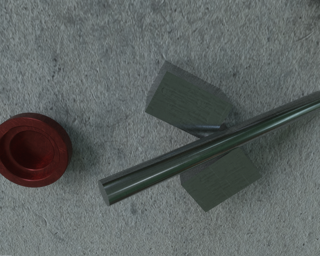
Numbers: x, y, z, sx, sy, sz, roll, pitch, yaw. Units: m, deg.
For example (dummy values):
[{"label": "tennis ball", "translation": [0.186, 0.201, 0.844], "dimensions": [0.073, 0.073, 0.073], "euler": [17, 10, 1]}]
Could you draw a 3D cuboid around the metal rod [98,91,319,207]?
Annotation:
[{"label": "metal rod", "translation": [0.079, 0.011, 0.339], "dimensions": [0.302, 0.025, 0.025], "euler": [-20, 112, -25]}]

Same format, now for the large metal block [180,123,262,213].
[{"label": "large metal block", "translation": [0.072, 0.048, 0.399], "dimensions": [0.080, 0.080, 0.050], "euler": [-36, 107, 12]}]

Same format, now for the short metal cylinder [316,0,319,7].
[{"label": "short metal cylinder", "translation": [0.198, -0.165, 0.323], "dimensions": [0.080, 0.080, 0.050], "euler": [-39, 106, 13]}]

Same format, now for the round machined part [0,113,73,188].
[{"label": "round machined part", "translation": [-0.165, 0.026, 0.408], "dimensions": [0.099, 0.042, 0.097], "euler": [0, 110, -1]}]

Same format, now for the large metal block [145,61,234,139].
[{"label": "large metal block", "translation": [0.031, -0.034, 0.368], "dimensions": [0.080, 0.080, 0.050], "euler": [26, 108, -10]}]
